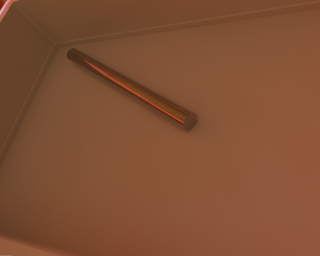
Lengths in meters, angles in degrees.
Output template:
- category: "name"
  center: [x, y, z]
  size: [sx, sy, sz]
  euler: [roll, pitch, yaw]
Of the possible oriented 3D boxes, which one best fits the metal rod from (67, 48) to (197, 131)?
- category: "metal rod"
  center: [-0.062, -0.072, 0.483]
  size: [0.300, 0.025, 0.025]
  euler: [33, 80, 38]
